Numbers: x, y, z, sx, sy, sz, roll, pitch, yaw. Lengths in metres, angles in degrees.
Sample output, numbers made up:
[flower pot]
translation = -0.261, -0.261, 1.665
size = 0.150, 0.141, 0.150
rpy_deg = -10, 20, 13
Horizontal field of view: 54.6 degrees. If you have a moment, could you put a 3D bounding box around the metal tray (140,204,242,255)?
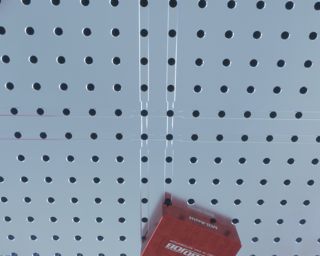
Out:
[metal tray]
translation = 0.046, 0.180, 0.477
size = 0.131, 0.030, 0.090
rpy_deg = 23, 108, -8
